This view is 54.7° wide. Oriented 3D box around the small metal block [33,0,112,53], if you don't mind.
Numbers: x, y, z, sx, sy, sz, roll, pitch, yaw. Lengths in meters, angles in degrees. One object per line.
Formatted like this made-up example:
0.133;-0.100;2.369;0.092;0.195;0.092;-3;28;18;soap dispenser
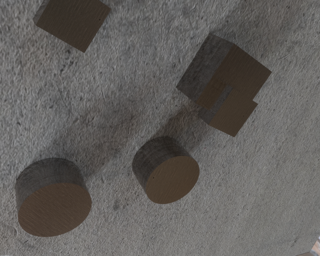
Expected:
-0.084;-0.108;0.295;0.050;0.025;0.050;26;104;-38;small metal block

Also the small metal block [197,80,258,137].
0.082;-0.022;0.375;0.050;0.025;0.050;23;106;-37;small metal block

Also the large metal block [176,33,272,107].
0.082;-0.062;0.399;0.080;0.050;0.080;22;107;-37;large metal block

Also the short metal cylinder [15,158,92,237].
-0.128;0.083;0.373;0.081;0.050;0.079;-14;125;-21;short metal cylinder

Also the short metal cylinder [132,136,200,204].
0.008;0.059;0.433;0.081;0.050;0.079;-14;125;-21;short metal cylinder
